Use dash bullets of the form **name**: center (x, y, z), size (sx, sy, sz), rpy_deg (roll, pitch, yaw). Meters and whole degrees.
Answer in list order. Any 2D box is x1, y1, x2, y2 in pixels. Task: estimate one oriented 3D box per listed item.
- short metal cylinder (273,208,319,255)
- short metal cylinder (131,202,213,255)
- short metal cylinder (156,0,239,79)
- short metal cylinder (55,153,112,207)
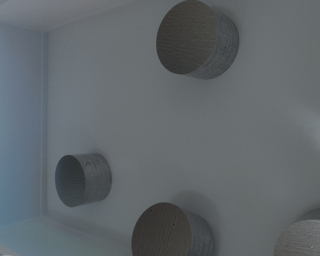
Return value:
- **short metal cylinder**: center (0.148, 0.114, 0.269), size (0.080, 0.050, 0.080), rpy_deg (0, 90, 40)
- **short metal cylinder**: center (0.014, 0.132, 0.360), size (0.080, 0.050, 0.080), rpy_deg (-19, 55, 30)
- **short metal cylinder**: center (0.042, -0.098, 0.356), size (0.080, 0.050, 0.080), rpy_deg (0, 90, 40)
- **short metal cylinder**: center (-0.122, 0.081, 0.492), size (0.080, 0.050, 0.080), rpy_deg (0, 90, 40)
